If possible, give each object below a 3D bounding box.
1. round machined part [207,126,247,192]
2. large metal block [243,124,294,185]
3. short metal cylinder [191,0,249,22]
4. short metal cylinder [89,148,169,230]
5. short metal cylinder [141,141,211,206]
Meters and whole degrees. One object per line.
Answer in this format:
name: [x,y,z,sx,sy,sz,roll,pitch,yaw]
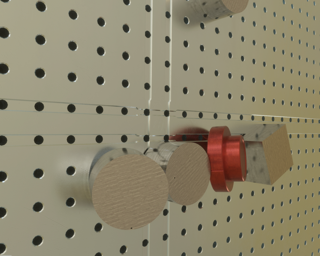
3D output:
round machined part: [0.102,0.045,0.458,0.098,0.042,0.097,-5,90,-68]
large metal block: [0.188,0.044,0.550,0.081,0.050,0.080,-27,107,-37]
short metal cylinder: [0.091,-0.208,0.468,0.081,0.050,0.079,0,90,-40]
short metal cylinder: [-0.036,0.065,0.344,0.081,0.050,0.079,-1,94,-17]
short metal cylinder: [0.021,0.058,0.411,0.081,0.050,0.079,0,90,-40]
